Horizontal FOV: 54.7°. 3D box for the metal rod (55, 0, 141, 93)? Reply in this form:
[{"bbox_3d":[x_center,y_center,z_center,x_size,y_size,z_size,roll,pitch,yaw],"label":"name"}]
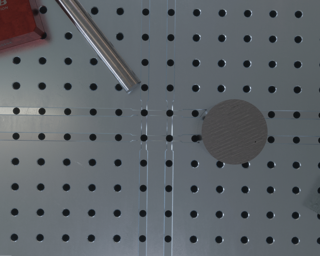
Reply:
[{"bbox_3d":[-0.126,-0.173,0.412,0.025,0.025,0.300,-38,90,0],"label":"metal rod"}]

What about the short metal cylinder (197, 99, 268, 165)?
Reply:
[{"bbox_3d":[0.091,0.005,0.401,0.081,0.050,0.080,0,90,0],"label":"short metal cylinder"}]

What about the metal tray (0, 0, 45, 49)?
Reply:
[{"bbox_3d":[-0.232,-0.150,0.409,0.131,0.030,0.090,-16,90,0],"label":"metal tray"}]

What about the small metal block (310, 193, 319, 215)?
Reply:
[{"bbox_3d":[0.241,0.103,0.415,0.050,0.025,0.050,30,90,0],"label":"small metal block"}]
